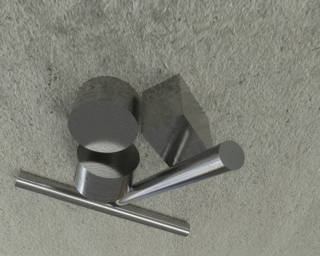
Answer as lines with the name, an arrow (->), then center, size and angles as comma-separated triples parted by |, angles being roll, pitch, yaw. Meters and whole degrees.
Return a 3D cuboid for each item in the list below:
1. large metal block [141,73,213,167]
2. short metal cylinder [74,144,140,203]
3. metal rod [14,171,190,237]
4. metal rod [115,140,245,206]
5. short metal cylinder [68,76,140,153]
large metal block -> 0.022, -0.004, 0.368 | 0.050, 0.080, 0.080 | -24, 126, 19
short metal cylinder -> -0.072, 0.051, 0.414 | 0.081, 0.080, 0.050 | 11, 129, -10
metal rod -> -0.084, 0.132, 0.518 | 0.302, 0.025, 0.025 | 22, 127, -18
metal rod -> -0.003, 0.068, 0.378 | 0.025, 0.025, 0.299 | 21, 154, -17
short metal cylinder -> -0.065, -0.016, 0.377 | 0.081, 0.050, 0.079 | 0, 130, 0
